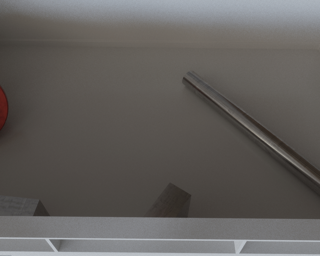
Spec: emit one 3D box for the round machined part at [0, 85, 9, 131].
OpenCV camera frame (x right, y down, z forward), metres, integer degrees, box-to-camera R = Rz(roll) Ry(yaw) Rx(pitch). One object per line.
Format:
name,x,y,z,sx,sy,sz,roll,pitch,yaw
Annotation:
round machined part,-0.246,-0.028,0.390,0.099,0.097,0.042,-24,19,-19

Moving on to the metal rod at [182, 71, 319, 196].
metal rod,0.136,0.015,0.394,0.025,0.025,0.300,-31,57,-24

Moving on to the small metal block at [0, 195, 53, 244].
small metal block,-0.142,0.092,0.310,0.050,0.050,0.025,5,50,4

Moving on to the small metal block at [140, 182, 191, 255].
small metal block,0.006,0.092,0.312,0.025,0.050,0.050,28,55,21
